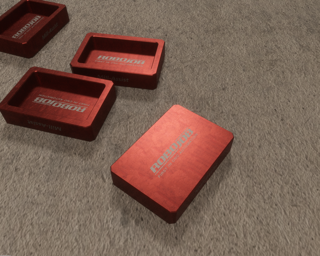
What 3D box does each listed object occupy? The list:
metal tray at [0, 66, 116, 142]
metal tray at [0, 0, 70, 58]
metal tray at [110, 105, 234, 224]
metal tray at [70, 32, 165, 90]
[{"bbox_3d":[-0.137,-0.036,0.428,0.131,0.030,0.090,12,51,9],"label":"metal tray"},{"bbox_3d":[-0.234,-0.181,0.548,0.090,0.030,0.130,15,52,12],"label":"metal tray"},{"bbox_3d":[0.017,0.036,0.370,0.090,0.030,0.131,30,56,22],"label":"metal tray"},{"bbox_3d":[-0.063,-0.108,0.489,0.131,0.030,0.090,7,50,5],"label":"metal tray"}]
